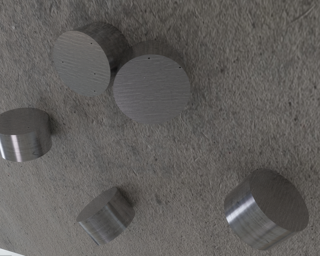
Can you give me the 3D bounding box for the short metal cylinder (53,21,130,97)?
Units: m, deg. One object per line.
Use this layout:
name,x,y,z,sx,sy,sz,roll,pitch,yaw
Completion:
short metal cylinder,-0.082,-0.085,0.381,0.080,0.050,0.079,13,124,21

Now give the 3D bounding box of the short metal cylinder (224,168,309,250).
short metal cylinder,0.124,0.094,0.364,0.080,0.080,0.050,36,129,4

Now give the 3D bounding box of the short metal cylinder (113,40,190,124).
short metal cylinder,-0.009,-0.051,0.344,0.081,0.050,0.079,-1,121,-1

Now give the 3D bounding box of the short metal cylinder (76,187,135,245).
short metal cylinder,-0.088,0.142,0.506,0.080,0.080,0.050,-28,103,37

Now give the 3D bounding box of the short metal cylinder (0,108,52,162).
short metal cylinder,-0.216,0.009,0.491,0.080,0.080,0.050,17,125,18
